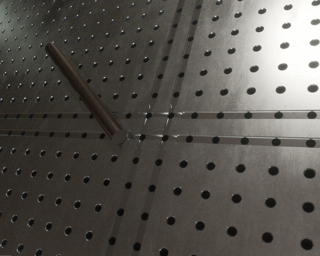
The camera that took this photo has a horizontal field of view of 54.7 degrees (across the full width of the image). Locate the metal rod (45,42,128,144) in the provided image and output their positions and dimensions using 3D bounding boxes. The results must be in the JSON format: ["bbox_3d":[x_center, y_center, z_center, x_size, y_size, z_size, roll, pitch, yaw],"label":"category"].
[{"bbox_3d":[-0.135,-0.073,0.521,0.025,0.025,0.300,-42,51,-1],"label":"metal rod"}]
